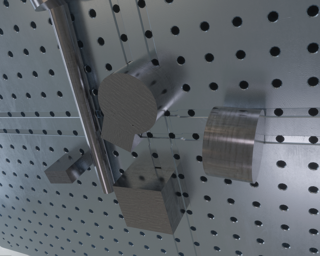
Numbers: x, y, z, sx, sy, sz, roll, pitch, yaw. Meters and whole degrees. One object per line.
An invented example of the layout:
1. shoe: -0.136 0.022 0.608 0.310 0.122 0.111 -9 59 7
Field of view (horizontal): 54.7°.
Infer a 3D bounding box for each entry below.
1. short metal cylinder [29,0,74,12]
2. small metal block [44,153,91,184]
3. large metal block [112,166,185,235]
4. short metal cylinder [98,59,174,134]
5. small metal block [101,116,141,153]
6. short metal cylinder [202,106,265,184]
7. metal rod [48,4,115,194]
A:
1. short metal cylinder: -0.109 -0.165 0.331 0.080 0.080 0.050 -11 113 33
2. small metal block: -0.154 0.068 0.518 0.050 0.050 0.025 -6 115 31
3. large metal block: -0.015 0.108 0.470 0.080 0.050 0.080 0 119 28
4. short metal cylinder: -0.029 -0.039 0.386 0.080 0.050 0.079 13 124 21
5. small metal block: -0.053 -0.001 0.439 0.050 0.025 0.050 25 128 12
6. short metal cylinder: 0.083 0.017 0.342 0.050 0.080 0.079 7 121 25
7. metal rod: -0.107 -0.028 0.450 0.025 0.025 0.298 5 121 25
